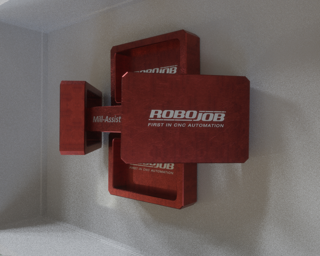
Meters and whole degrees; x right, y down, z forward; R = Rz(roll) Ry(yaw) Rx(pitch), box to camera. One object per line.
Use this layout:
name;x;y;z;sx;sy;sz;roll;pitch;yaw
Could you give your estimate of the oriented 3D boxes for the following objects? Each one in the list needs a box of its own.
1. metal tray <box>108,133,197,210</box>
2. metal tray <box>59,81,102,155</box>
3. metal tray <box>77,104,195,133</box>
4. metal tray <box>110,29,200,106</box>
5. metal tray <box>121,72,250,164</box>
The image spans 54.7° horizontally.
metal tray;-0.014;0.050;0.411;0.130;0.030;0.089;1;90;39
metal tray;-0.106;-0.013;0.433;0.030;0.130;0.089;1;90;-2
metal tray;-0.033;-0.010;0.390;0.130;0.091;0.030;1;91;39
metal tray;-0.010;-0.071;0.410;0.130;0.030;0.089;0;91;39
metal tray;0.026;-0.009;0.324;0.030;0.131;0.089;-177;87;-82
